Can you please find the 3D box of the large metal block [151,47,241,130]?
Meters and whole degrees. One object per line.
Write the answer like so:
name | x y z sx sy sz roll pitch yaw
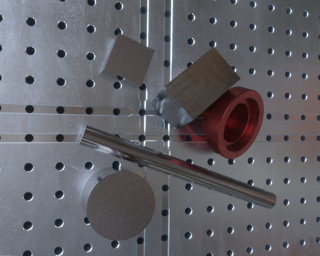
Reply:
large metal block | 0.042 -0.046 0.395 0.080 0.080 0.050 -41 91 -16

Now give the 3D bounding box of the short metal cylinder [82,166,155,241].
short metal cylinder | -0.052 0.090 0.381 0.081 0.050 0.079 0 90 -20

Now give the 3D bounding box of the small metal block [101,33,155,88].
small metal block | -0.041 -0.085 0.398 0.050 0.025 0.050 22 83 -19

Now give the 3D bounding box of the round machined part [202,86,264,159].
round machined part | 0.096 -0.010 0.427 0.099 0.042 0.097 -19 121 -36

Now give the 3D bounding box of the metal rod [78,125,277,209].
metal rod | 0.038 0.060 0.427 0.302 0.025 0.025 21 83 -19
